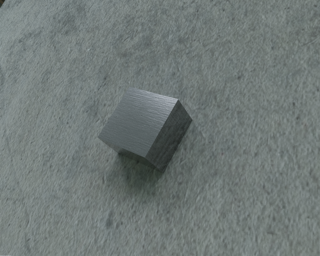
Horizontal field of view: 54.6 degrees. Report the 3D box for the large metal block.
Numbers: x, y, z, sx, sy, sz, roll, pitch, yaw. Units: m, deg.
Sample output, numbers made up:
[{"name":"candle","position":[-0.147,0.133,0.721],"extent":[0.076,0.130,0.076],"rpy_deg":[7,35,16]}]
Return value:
[{"name":"large metal block","position":[-0.018,0.001,0.398],"extent":[0.080,0.050,0.080],"rpy_deg":[19,72,35]}]
